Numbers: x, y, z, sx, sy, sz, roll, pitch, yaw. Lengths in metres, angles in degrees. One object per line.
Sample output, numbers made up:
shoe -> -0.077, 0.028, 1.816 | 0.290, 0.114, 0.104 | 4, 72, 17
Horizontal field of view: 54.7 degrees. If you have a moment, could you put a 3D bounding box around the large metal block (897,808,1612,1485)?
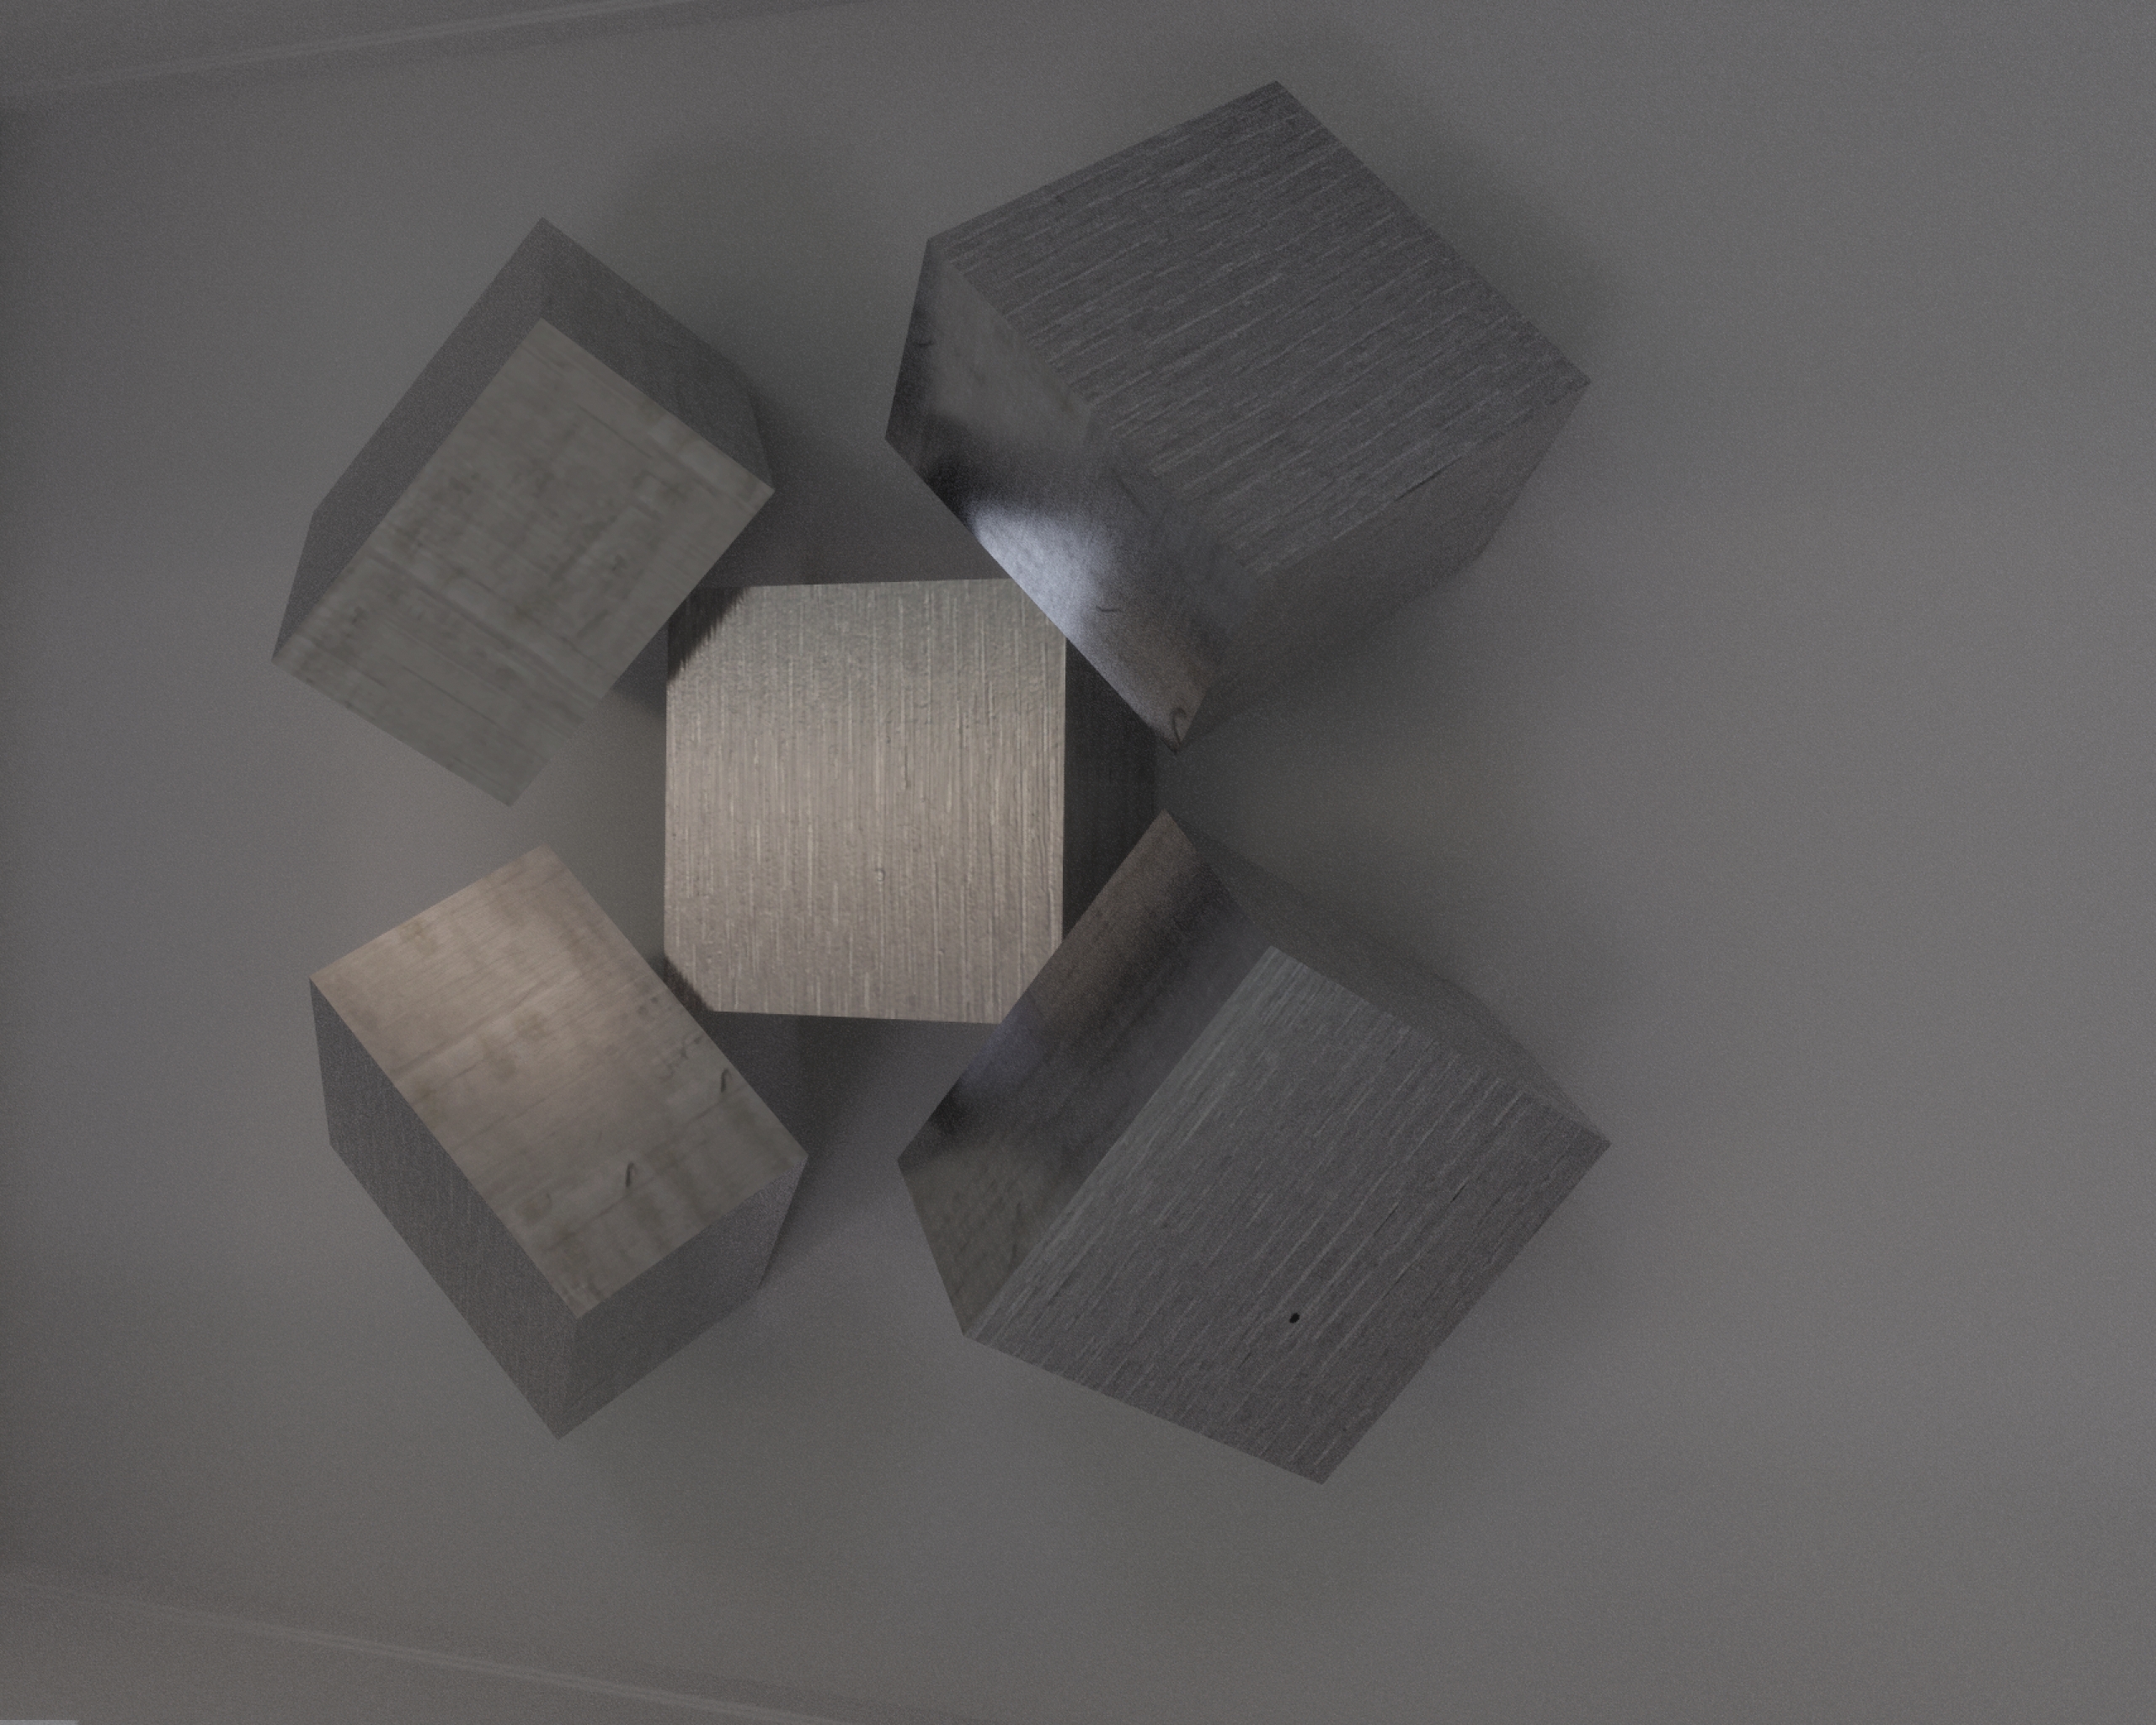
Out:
large metal block -> 0.029, 0.050, 0.362 | 0.080, 0.050, 0.080 | 30, 103, -29

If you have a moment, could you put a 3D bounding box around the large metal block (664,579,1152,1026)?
large metal block -> -0.032, -0.012, 0.406 | 0.080, 0.050, 0.080 | 1, 90, 20

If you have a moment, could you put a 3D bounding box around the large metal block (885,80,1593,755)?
large metal block -> 0.026, -0.079, 0.364 | 0.080, 0.050, 0.080 | -34, 74, -28

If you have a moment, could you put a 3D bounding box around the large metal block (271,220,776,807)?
large metal block -> -0.108, -0.071, 0.409 | 0.050, 0.080, 0.080 | 35, 105, -28

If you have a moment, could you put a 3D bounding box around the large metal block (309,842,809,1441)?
large metal block -> -0.103, 0.056, 0.410 | 0.080, 0.050, 0.080 | 48, 149, 13
